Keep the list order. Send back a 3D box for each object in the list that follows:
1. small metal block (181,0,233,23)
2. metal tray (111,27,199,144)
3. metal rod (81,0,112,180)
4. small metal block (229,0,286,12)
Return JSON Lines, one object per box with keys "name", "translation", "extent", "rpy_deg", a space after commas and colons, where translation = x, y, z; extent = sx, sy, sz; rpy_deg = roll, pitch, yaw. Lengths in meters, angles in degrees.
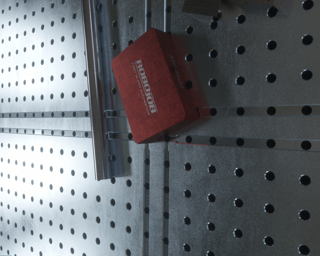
{"name": "small metal block", "translation": [0.058, -0.154, 0.360], "extent": [0.050, 0.025, 0.050], "rpy_deg": [24, 105, 37]}
{"name": "metal tray", "translation": [-0.011, -0.054, 0.413], "extent": [0.090, 0.030, 0.129], "rpy_deg": [-29, 72, 36]}
{"name": "metal rod", "translation": [-0.102, -0.069, 0.490], "extent": [0.025, 0.025, 0.298], "rpy_deg": [-9, 84, 39]}
{"name": "small metal block", "translation": [0.106, -0.152, 0.321], "extent": [0.050, 0.025, 0.050], "rpy_deg": [25, 106, 37]}
